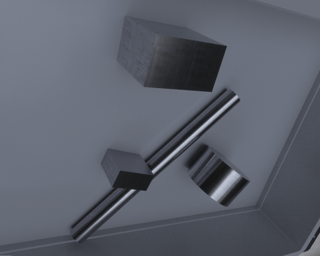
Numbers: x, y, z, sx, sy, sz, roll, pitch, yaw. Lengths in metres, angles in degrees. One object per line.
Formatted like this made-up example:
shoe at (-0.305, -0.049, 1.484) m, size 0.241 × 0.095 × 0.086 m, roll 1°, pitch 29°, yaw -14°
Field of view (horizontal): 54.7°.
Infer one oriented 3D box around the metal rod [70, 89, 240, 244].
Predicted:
metal rod at (-0.007, 0.054, 0.439) m, size 0.300 × 0.025 × 0.025 m, roll -42°, pitch 130°, yaw 0°

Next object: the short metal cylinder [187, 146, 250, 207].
short metal cylinder at (0.088, 0.072, 0.468) m, size 0.080 × 0.080 × 0.050 m, roll 33°, pitch 100°, yaw -39°

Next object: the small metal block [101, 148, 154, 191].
small metal block at (-0.043, 0.054, 0.404) m, size 0.050 × 0.050 × 0.025 m, roll 15°, pitch 111°, yaw -35°

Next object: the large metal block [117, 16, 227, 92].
large metal block at (0.009, -0.079, 0.330) m, size 0.081 × 0.080 × 0.050 m, roll 0°, pitch 118°, yaw -29°
